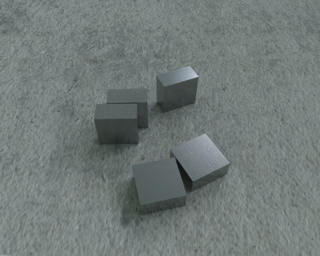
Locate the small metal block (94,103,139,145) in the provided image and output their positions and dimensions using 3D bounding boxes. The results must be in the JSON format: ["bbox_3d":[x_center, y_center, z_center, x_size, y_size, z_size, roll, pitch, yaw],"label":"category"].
[{"bbox_3d":[-0.053,-0.004,0.390,0.050,0.050,0.025,-1,50,-1],"label":"small metal block"}]

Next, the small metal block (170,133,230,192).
[{"bbox_3d":[0.046,0.041,0.370,0.050,0.025,0.050,-22,54,-18],"label":"small metal block"}]

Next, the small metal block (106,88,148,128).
[{"bbox_3d":[-0.041,-0.025,0.407,0.050,0.050,0.025,-2,50,-2],"label":"small metal block"}]

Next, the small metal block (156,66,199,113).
[{"bbox_3d":[0.023,-0.054,0.432,0.050,0.050,0.025,-19,53,-15],"label":"small metal block"}]

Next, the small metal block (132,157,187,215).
[{"bbox_3d":[-0.002,0.065,0.349,0.050,0.025,0.050,-10,51,-9],"label":"small metal block"}]
